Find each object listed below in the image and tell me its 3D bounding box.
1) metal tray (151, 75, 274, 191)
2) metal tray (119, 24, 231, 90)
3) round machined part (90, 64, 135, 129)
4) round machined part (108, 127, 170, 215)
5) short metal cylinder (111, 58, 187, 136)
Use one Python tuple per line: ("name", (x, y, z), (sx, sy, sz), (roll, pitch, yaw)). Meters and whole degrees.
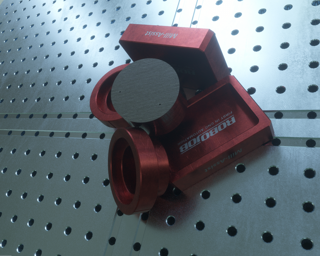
("metal tray", (0.055, 0.004, 0.372), (0.130, 0.030, 0.090), (-32, 52, 7))
("metal tray", (0.020, -0.092, 0.411), (0.130, 0.090, 0.030), (16, 71, 34))
("round machined part", (-0.048, -0.042, 0.447), (0.098, 0.042, 0.098), (-13, 56, 20))
("round machined part", (-0.023, 0.047, 0.357), (0.098, 0.042, 0.097), (7, 98, 61))
("short metal cylinder", (-0.011, -0.036, 0.371), (0.080, 0.050, 0.080), (-5, 70, 13))
